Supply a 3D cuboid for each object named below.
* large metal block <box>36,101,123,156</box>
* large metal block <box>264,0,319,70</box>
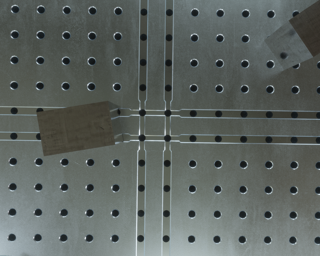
[{"bbox_3d":[-0.094,0.000,0.385,0.081,0.080,0.050,-9,90,0],"label":"large metal block"},{"bbox_3d":[0.192,-0.123,0.388,0.080,0.080,0.050,-34,90,0],"label":"large metal block"}]
